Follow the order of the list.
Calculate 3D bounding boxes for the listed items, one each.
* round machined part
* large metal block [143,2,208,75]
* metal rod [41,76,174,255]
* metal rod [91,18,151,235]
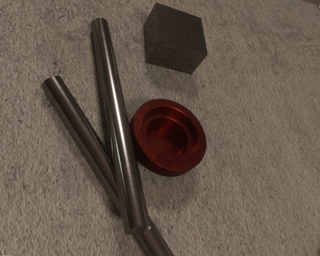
[{"bbox_3d":[0.005,0.015,0.388,0.099,0.042,0.098,14,56,-21],"label":"round machined part"},{"bbox_3d":[0.022,-0.139,0.486,0.081,0.050,0.080,10,57,-23],"label":"large metal block"},{"bbox_3d":[-0.046,0.067,0.339,0.025,0.025,0.299,-26,76,-37],"label":"metal rod"},{"bbox_3d":[-0.054,-0.026,0.371,0.025,0.025,0.299,3,54,-27],"label":"metal rod"}]
